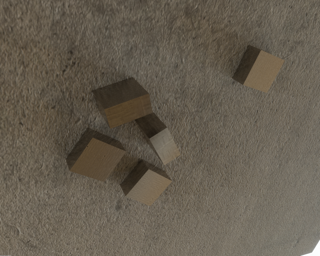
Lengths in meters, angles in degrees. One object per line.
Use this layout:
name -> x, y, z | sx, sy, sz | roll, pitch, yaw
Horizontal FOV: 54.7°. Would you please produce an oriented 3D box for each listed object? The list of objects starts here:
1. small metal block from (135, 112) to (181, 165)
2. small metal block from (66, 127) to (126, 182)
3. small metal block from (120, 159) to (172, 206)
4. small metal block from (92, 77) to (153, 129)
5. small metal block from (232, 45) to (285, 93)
small metal block -> -0.004, 0.011, 0.396 | 0.025, 0.050, 0.050 | -33, 129, -7
small metal block -> -0.079, 0.034, 0.384 | 0.050, 0.025, 0.050 | 28, 103, -38
small metal block -> -0.020, 0.079, 0.445 | 0.050, 0.025, 0.050 | 34, 99, -39
small metal block -> -0.043, -0.030, 0.349 | 0.050, 0.050, 0.025 | -22, 127, -16
small metal block -> 0.137, -0.081, 0.431 | 0.050, 0.025, 0.050 | 11, 113, -33
